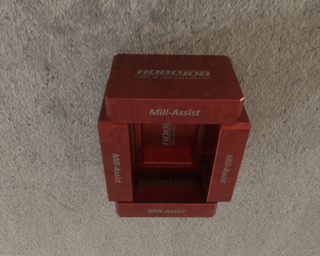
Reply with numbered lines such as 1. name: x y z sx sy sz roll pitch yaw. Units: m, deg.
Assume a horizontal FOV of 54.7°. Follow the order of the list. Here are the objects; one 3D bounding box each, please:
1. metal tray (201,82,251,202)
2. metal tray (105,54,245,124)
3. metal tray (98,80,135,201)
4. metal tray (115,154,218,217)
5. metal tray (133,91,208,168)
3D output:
1. metal tray: 0.074 0.018 0.381 0.030 0.090 0.129 1 130 -1
2. metal tray: 0.014 -0.044 0.328 0.131 0.090 0.030 1 130 -1
3. metal tray: -0.048 0.016 0.379 0.030 0.090 0.129 1 130 -1
4. metal tray: 0.008 0.078 0.432 0.131 0.090 0.030 1 130 -1
5. metal tray: 0.012 -0.003 0.403 0.091 0.030 0.129 0 130 -1
